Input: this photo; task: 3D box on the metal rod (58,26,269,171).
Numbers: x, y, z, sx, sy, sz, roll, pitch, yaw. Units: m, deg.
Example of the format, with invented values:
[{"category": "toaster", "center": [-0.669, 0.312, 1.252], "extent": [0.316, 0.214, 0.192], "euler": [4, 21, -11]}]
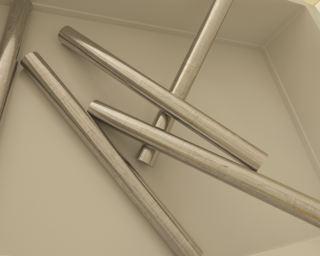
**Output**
[{"category": "metal rod", "center": [-0.009, -0.044, 0.374], "extent": [0.300, 0.025, 0.025], "euler": [35, 49, 16]}]

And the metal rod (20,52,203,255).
[{"category": "metal rod", "center": [-0.059, 0.030, 0.356], "extent": [0.300, 0.025, 0.025], "euler": [49, 51, 6]}]

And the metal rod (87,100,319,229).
[{"category": "metal rod", "center": [0.050, 0.036, 0.336], "extent": [0.301, 0.025, 0.025], "euler": [24, 49, 17]}]

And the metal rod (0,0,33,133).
[{"category": "metal rod", "center": [-0.176, -0.034, 0.332], "extent": [0.025, 0.025, 0.299], "euler": [12, 57, -22]}]

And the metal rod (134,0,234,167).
[{"category": "metal rod", "center": [0.044, -0.088, 0.411], "extent": [0.025, 0.025, 0.300], "euler": [29, 75, -11]}]
